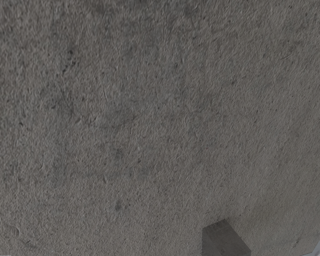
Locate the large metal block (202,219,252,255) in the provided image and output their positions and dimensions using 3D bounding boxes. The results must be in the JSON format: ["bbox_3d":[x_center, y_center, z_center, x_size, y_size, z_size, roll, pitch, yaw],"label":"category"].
[{"bbox_3d":[0.122,0.235,0.583,0.050,0.080,0.079,-17,125,-19],"label":"large metal block"}]
